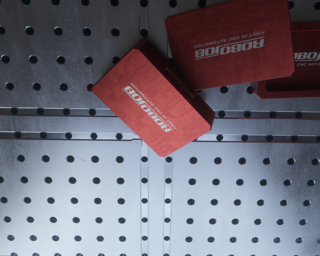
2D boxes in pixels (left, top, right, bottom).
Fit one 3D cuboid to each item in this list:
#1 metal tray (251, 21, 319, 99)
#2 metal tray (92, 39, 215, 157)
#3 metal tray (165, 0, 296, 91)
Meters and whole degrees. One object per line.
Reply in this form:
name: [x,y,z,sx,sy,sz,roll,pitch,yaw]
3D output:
metal tray: [0.184,-0.084,0.380,0.131,0.030,0.089,-2,110,0]
metal tray: [-0.008,-0.031,0.381,0.130,0.030,0.090,45,127,-15]
metal tray: [0.080,-0.096,0.353,0.130,0.030,0.090,-6,112,23]
